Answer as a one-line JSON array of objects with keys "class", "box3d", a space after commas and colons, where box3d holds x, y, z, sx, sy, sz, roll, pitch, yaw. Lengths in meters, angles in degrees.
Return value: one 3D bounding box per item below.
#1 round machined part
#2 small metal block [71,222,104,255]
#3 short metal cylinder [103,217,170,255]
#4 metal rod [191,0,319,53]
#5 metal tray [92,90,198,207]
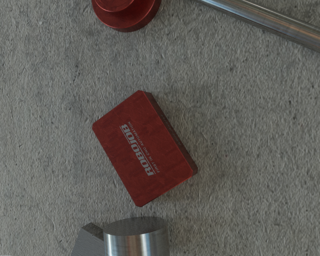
[{"class": "round machined part", "box3d": [-0.050, -0.183, 0.417, 0.098, 0.042, 0.097, 0, 90, 19]}, {"class": "small metal block", "box3d": [-0.094, 0.172, 0.441, 0.050, 0.025, 0.050, 24, 98, 18]}, {"class": "short metal cylinder", "box3d": [-0.029, 0.147, 0.389, 0.080, 0.080, 0.050, -6, 88, 19]}, {"class": "metal rod", "box3d": [0.146, -0.117, 0.357, 0.301, 0.025, 0.025, 30, 100, 17]}, {"class": "metal tray", "box3d": [-0.022, 0.027, 0.413, 0.090, 0.030, 0.130, -35, 79, 16]}]
